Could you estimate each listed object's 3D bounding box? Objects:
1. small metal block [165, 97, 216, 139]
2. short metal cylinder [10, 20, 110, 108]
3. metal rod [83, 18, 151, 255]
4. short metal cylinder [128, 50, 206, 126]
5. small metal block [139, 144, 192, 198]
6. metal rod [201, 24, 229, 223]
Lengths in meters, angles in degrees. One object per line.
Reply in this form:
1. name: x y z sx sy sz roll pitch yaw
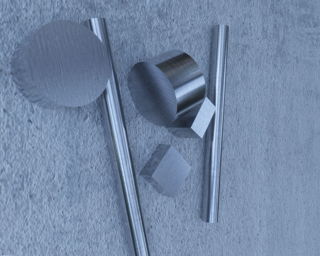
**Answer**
1. small metal block: 0.042 -0.014 0.423 0.025 0.050 0.050 42 64 -32
2. short metal cylinder: -0.098 -0.060 0.306 0.081 0.050 0.079 0 90 -40
3. metal rod: -0.047 0.026 0.365 0.025 0.025 0.298 -17 101 -39
4. short metal cylinder: 0.007 -0.049 0.375 0.050 0.080 0.080 -31 110 -36
5. small metal block: 0.009 0.057 0.412 0.050 0.025 0.050 49 61 -29
6. metal rod: 0.085 -0.008 0.476 0.025 0.025 0.298 6 86 -40
